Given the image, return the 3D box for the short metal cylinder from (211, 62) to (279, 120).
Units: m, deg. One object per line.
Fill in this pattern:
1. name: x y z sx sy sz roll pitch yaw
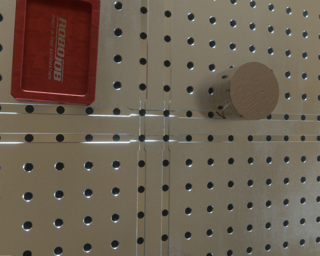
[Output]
1. short metal cylinder: 0.122 -0.051 0.446 0.081 0.050 0.079 0 90 -20

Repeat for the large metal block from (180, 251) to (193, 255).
1. large metal block: 0.028 0.228 0.411 0.081 0.050 0.080 -24 98 -19

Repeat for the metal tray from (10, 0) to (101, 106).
1. metal tray: -0.121 -0.094 0.365 0.091 0.030 0.129 3 89 -21
